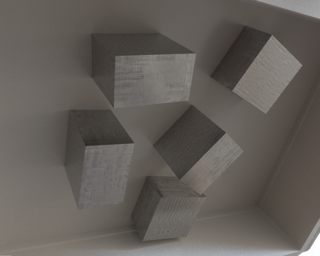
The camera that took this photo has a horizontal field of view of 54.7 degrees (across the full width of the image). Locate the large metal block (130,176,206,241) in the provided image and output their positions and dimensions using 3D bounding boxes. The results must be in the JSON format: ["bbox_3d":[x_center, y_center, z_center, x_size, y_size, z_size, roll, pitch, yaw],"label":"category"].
[{"bbox_3d":[0.011,0.122,0.476,0.081,0.050,0.079,8,115,-32],"label":"large metal block"}]

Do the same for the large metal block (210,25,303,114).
[{"bbox_3d":[0.130,-0.077,0.418,0.080,0.050,0.080,25,105,-37],"label":"large metal block"}]

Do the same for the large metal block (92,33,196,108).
[{"bbox_3d":[-0.021,-0.064,0.323,0.081,0.080,0.050,-8,122,-25],"label":"large metal block"}]

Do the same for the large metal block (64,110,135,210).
[{"bbox_3d":[-0.073,0.032,0.354,0.050,0.080,0.079,-2,119,-28],"label":"large metal block"}]

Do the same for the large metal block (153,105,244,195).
[{"bbox_3d":[0.049,0.028,0.419,0.080,0.080,0.050,-46,130,4],"label":"large metal block"}]
